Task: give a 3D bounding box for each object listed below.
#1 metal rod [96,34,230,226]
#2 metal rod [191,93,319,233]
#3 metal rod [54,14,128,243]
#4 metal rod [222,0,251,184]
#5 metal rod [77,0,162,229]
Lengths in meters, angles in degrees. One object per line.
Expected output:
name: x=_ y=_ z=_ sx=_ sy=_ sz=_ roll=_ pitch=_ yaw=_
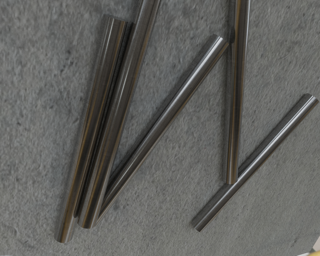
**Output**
metal rod: x=-0.011 y=0.010 z=0.408 sx=0.025 sy=0.025 sz=0.299 roll=28 pitch=103 yaw=-38
metal rod: x=0.160 y=0.064 z=0.536 sx=0.025 sy=0.025 sz=0.299 roll=34 pitch=99 yaw=-39
metal rod: x=-0.089 y=0.019 z=0.370 sx=0.025 sy=0.025 sz=0.298 roll=4 pitch=116 yaw=-31
metal rod: x=0.107 y=-0.036 z=0.445 sx=0.025 sy=0.025 sz=0.298 roll=-18 pitch=126 yaw=-18
metal rod: x=-0.052 y=-0.010 z=0.362 sx=0.025 sy=0.025 sz=0.298 roll=7 pitch=112 yaw=-32
